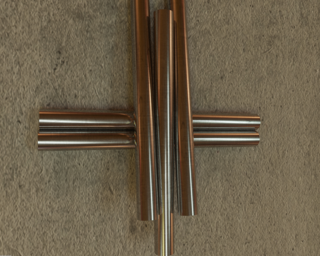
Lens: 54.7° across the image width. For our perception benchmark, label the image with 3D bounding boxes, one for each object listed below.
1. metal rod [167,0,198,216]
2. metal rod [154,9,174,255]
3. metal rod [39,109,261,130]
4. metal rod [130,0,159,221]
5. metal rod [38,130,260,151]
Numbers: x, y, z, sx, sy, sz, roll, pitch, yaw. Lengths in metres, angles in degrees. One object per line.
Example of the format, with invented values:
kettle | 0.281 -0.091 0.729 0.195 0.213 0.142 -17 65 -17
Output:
metal rod | 0.028 -0.042 0.399 0.025 0.025 0.298 0 82 -20
metal rod | 0.005 0.006 0.386 0.025 0.025 0.298 0 90 -20
metal rod | 0.002 -0.010 0.413 0.303 0.025 0.025 0 90 -21
metal rod | -0.021 -0.042 0.381 0.025 0.025 0.298 0 82 -20
metal rod | 0.000 0.015 0.412 0.303 0.025 0.025 0 90 -21
